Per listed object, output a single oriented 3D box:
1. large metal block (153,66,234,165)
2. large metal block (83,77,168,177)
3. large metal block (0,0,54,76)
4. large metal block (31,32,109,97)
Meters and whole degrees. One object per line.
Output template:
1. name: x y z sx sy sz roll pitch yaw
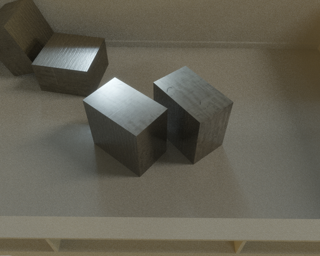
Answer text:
1. large metal block: 0.037 -0.016 0.383 0.050 0.080 0.080 -31 57 -24
2. large metal block: -0.039 -0.001 0.369 0.080 0.080 0.050 32 57 24
3. large metal block: -0.212 -0.139 0.475 0.050 0.080 0.080 -5 48 21
4. large metal block: -0.131 -0.096 0.468 0.080 0.050 0.080 8 50 6
